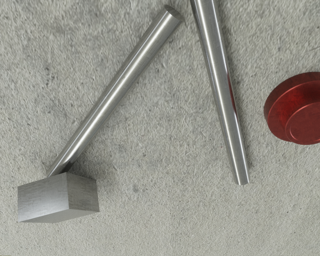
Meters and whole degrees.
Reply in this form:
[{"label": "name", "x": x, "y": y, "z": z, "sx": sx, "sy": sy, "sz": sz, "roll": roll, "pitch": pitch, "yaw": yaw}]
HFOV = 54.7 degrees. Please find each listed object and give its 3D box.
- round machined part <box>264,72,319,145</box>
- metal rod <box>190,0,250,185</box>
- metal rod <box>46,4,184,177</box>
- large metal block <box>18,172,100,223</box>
[{"label": "round machined part", "x": 0.184, "y": -0.017, "z": 0.385, "sx": 0.099, "sy": 0.042, "sz": 0.097, "roll": -1, "pitch": 130, "yaw": 0}, {"label": "metal rod", "x": 0.081, "y": -0.030, "z": 0.382, "sx": 0.025, "sy": 0.025, "sz": 0.299, "roll": -14, "pitch": 129, "yaw": 11}, {"label": "metal rod", "x": -0.072, "y": -0.022, "z": 0.387, "sx": 0.025, "sy": 0.025, "sz": 0.299, "roll": 28, "pitch": 124, "yaw": -22}, {"label": "large metal block", "x": -0.148, "y": 0.106, "z": 0.458, "sx": 0.080, "sy": 0.050, "sz": 0.080, "roll": -17, "pitch": 158, "yaw": 14}]
